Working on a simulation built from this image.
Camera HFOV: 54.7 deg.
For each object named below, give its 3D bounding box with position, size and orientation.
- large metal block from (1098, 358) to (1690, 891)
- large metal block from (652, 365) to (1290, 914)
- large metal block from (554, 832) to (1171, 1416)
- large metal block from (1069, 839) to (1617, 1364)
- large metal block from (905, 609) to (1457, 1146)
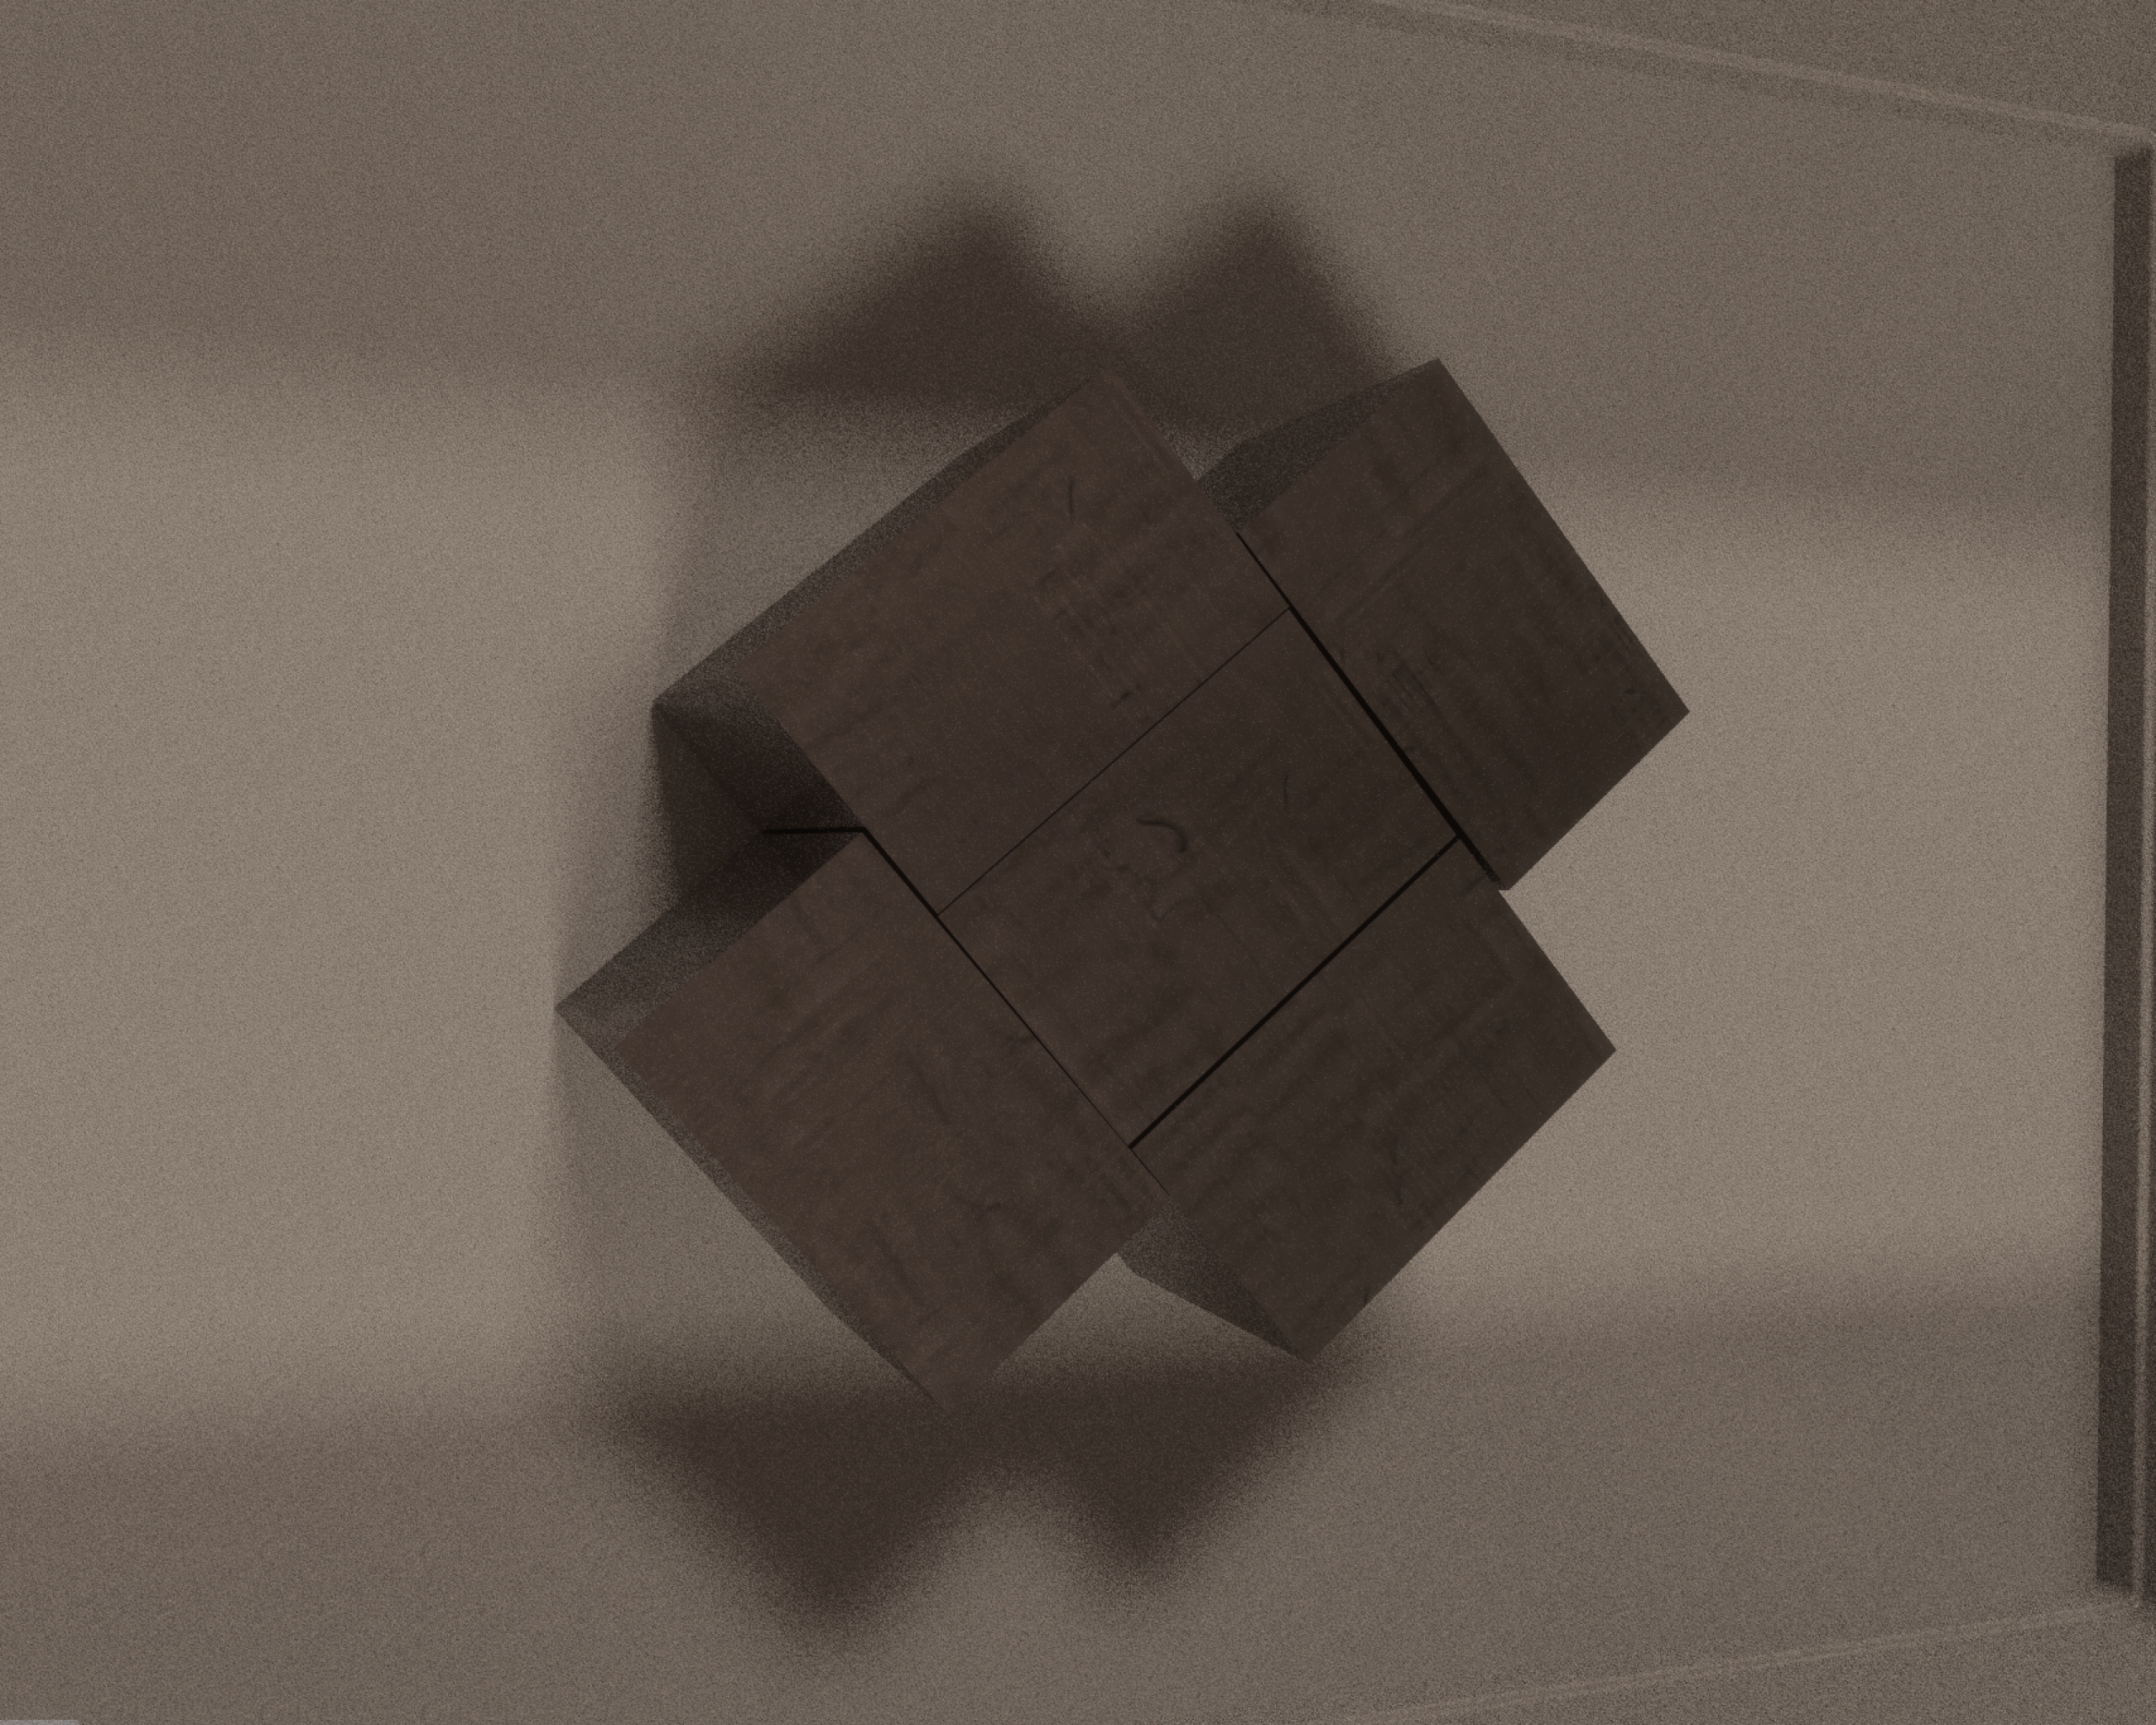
[{"bbox_3d":[0.055,-0.042,0.402,0.050,0.080,0.080,-43,104,-15],"label":"large metal block"},{"bbox_3d":[-0.022,-0.037,0.372,0.080,0.080,0.050,-42,104,-15],"label":"large metal block"},{"bbox_3d":[-0.041,0.041,0.366,0.050,0.080,0.080,-43,104,-15],"label":"large metal block"},{"bbox_3d":[0.039,0.040,0.396,0.080,0.080,0.050,-42,104,-15],"label":"large metal block"},{"bbox_3d":[0.008,0.002,0.385,0.080,0.080,0.050,-42,104,-15],"label":"large metal block"}]
